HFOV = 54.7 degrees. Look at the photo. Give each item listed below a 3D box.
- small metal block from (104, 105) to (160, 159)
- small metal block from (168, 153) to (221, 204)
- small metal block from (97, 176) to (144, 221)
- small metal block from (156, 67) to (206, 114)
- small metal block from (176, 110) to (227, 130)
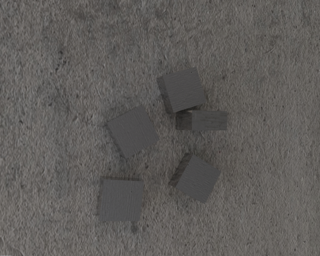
[{"bbox_3d":[-0.036,0.004,0.396,0.050,0.025,0.050,-29,100,-18],"label":"small metal block"},{"bbox_3d":[0.048,0.069,0.427,0.050,0.025,0.050,32,79,-17],"label":"small metal block"},{"bbox_3d":[-0.051,0.089,0.390,0.050,0.025,0.050,7,88,-20],"label":"small metal block"},{"bbox_3d":[0.029,-0.051,0.419,0.050,0.025,0.050,-19,97,-19],"label":"small metal block"},{"bbox_3d":[0.055,-0.010,0.416,0.050,0.050,0.025,0,90,-20],"label":"small metal block"}]
